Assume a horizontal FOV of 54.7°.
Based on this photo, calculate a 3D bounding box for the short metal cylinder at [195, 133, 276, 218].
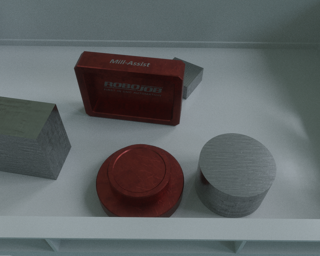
[{"bbox_3d":[0.082,0.052,0.346,0.081,0.050,0.080,0,50,0],"label":"short metal cylinder"}]

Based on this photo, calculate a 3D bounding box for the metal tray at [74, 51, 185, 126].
[{"bbox_3d":[-0.036,-0.049,0.403,0.131,0.089,0.030,7,51,5],"label":"metal tray"}]

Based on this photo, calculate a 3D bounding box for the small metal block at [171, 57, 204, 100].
[{"bbox_3d":[0.031,-0.076,0.470,0.050,0.025,0.050,26,54,20],"label":"small metal block"}]

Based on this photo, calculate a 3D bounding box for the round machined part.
[{"bbox_3d":[-0.022,0.057,0.346,0.099,0.042,0.098,0,50,0],"label":"round machined part"}]

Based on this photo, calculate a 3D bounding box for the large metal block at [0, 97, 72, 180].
[{"bbox_3d":[-0.158,0.012,0.357,0.080,0.080,0.050,8,51,6],"label":"large metal block"}]
